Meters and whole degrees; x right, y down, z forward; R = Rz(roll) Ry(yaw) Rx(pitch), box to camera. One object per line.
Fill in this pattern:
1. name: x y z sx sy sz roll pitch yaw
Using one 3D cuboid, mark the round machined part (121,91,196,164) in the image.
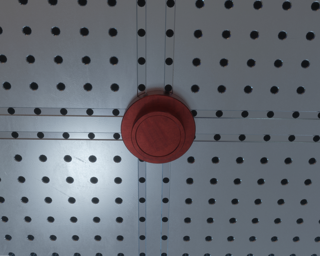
1. round machined part: -0.002 0.004 0.405 0.099 0.042 0.097 0 110 -1
